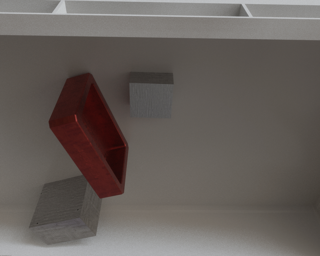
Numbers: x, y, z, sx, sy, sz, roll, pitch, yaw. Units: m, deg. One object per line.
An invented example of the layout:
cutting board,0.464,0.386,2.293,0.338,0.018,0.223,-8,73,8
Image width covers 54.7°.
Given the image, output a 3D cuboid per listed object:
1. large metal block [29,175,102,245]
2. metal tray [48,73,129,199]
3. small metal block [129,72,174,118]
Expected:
large metal block,-0.140,0.124,0.477,0.080,0.080,0.050,-14,129,11
metal tray,-0.078,0.011,0.374,0.030,0.090,0.129,-13,129,11
small metal block,-0.011,-0.039,0.375,0.050,0.025,0.050,2,130,-2
